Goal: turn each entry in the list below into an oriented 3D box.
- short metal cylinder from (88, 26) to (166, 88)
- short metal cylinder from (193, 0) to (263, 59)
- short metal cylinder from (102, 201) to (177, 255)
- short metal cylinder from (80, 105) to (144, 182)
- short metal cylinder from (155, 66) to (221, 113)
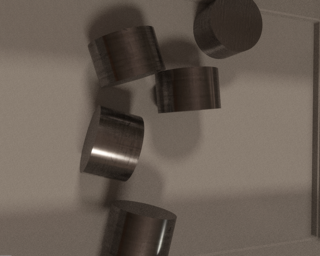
[{"bbox_3d":[-0.039,-0.083,0.368,0.081,0.080,0.050,-19,97,-19],"label":"short metal cylinder"},{"bbox_3d":[0.094,-0.141,0.433,0.081,0.050,0.079,0,90,-21],"label":"short metal cylinder"},{"bbox_3d":[-0.024,0.123,0.373,0.081,0.080,0.050,15,85,-20],"label":"short metal cylinder"},{"bbox_3d":[-0.057,0.018,0.361,0.050,0.080,0.080,16,85,-20],"label":"short metal cylinder"},{"bbox_3d":[0.035,-0.047,0.396,0.081,0.080,0.050,-6,92,-20],"label":"short metal cylinder"}]
